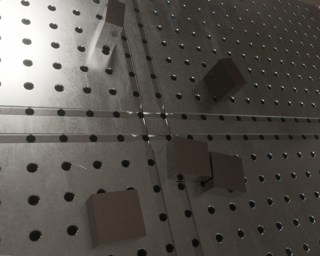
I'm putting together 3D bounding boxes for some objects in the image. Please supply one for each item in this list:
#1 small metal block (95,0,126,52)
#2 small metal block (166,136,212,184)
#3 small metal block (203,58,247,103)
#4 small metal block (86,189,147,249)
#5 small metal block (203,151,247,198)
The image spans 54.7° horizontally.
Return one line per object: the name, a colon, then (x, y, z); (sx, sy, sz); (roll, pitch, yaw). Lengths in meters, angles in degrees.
small metal block: (-0.071, -0.147, 0.445); (0.025, 0.050, 0.050); (14, 56, -21)
small metal block: (0.037, 0.042, 0.404); (0.050, 0.025, 0.050); (11, 57, -23)
small metal block: (0.103, -0.076, 0.496); (0.025, 0.050, 0.050); (-15, 70, -34)
small metal block: (-0.047, 0.095, 0.326); (0.050, 0.025, 0.050); (-1, 62, -29)
small metal block: (0.085, 0.063, 0.417); (0.050, 0.025, 0.050); (14, 56, -21)
